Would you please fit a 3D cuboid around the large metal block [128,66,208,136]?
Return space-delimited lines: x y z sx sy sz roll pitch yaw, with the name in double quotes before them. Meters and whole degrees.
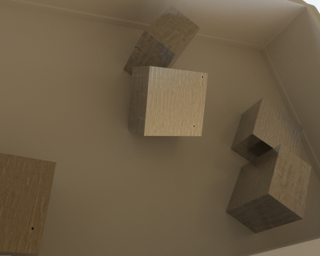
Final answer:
"large metal block" 0.009 -0.033 0.392 0.081 0.050 0.079 1 98 -28

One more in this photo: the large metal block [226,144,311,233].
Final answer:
"large metal block" 0.140 0.079 0.399 0.050 0.080 0.080 36 51 -5

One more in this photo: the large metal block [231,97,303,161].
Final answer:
"large metal block" 0.164 0.014 0.472 0.080 0.050 0.080 34 51 -6

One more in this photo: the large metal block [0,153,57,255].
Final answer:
"large metal block" -0.143 0.069 0.271 0.081 0.050 0.080 13 56 -21

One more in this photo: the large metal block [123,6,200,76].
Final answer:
"large metal block" 0.002 -0.113 0.442 0.050 0.080 0.080 38 51 -3
